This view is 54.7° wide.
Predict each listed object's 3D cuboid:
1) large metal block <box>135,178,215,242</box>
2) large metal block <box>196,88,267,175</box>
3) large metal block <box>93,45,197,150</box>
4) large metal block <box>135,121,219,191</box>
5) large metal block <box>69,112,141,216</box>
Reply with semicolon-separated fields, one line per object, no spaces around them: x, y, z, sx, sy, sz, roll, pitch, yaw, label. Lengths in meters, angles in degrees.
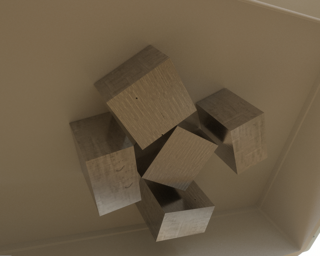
0.019;0.111;0.453;0.081;0.080;0.050;1;118;-29;large metal block
0.099;0.003;0.429;0.050;0.080;0.080;-28;128;-11;large metal block
-0.016;-0.035;0.361;0.080;0.050;0.080;-36;130;-4;large metal block
0.018;0.031;0.421;0.080;0.050;0.080;25;105;-37;large metal block
-0.064;0.039;0.362;0.050;0.080;0.079;-18;126;-19;large metal block
